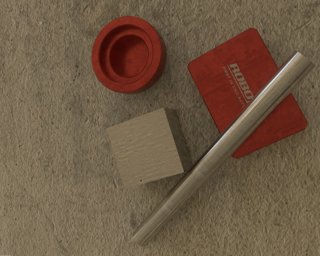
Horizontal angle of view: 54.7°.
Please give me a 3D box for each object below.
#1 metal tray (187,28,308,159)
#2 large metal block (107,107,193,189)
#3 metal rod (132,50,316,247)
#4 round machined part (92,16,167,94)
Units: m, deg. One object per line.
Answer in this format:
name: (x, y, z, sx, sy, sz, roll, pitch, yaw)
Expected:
metal tray: (0.102, -0.040, 0.370, 0.090, 0.030, 0.130, -27, 81, 17)
large metal block: (-0.011, 0.026, 0.399, 0.080, 0.050, 0.080, -19, 84, 18)
metal rod: (0.058, 0.040, 0.360, 0.025, 0.025, 0.299, 44, 114, 14)
round machined part: (-0.037, -0.093, 0.412, 0.098, 0.042, 0.097, 0, 90, 19)
